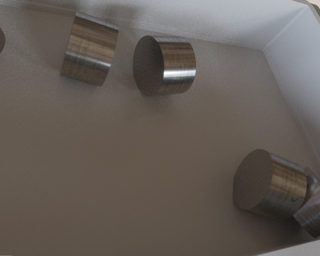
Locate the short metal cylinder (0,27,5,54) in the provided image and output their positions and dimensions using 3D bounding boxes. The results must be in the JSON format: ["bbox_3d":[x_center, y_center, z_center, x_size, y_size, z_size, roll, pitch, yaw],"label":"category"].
[{"bbox_3d":[-0.212,-0.102,0.318,0.081,0.080,0.050,-25,75,-37],"label":"short metal cylinder"}]

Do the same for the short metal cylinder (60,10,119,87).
[{"bbox_3d":[-0.088,-0.096,0.381,0.050,0.080,0.080,14,56,-21],"label":"short metal cylinder"}]

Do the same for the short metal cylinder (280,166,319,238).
[{"bbox_3d":[0.204,0.098,0.416,0.080,0.050,0.080,42,19,-18],"label":"short metal cylinder"}]

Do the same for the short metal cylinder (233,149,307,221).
[{"bbox_3d":[0.139,0.073,0.400,0.050,0.080,0.080,22,54,-14],"label":"short metal cylinder"}]

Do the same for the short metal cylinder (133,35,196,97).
[{"bbox_3d":[0.004,-0.085,0.424,0.050,0.080,0.080,-9,67,-32],"label":"short metal cylinder"}]
